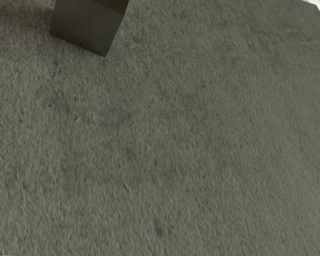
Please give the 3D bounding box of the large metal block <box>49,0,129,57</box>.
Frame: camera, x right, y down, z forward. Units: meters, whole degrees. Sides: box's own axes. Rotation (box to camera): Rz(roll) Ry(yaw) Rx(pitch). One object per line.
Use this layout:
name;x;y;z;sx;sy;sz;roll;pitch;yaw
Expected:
large metal block;-0.094;-0.153;0.412;0.080;0.080;0.050;20;54;-17
